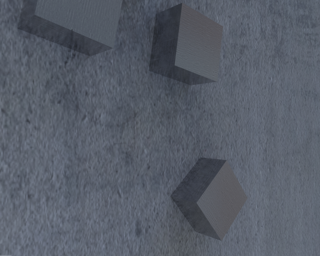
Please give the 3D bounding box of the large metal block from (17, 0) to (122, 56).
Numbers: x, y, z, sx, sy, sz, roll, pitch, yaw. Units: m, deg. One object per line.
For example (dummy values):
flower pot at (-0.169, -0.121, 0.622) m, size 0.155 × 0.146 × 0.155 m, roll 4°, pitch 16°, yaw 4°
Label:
large metal block at (-0.088, -0.129, 0.316) m, size 0.081 × 0.050 × 0.080 m, roll 15°, pitch 81°, yaw -39°

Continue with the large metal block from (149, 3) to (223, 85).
large metal block at (0.037, -0.109, 0.421) m, size 0.081 × 0.050 × 0.080 m, roll 12°, pitch 83°, yaw -40°

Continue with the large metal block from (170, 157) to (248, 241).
large metal block at (0.074, 0.101, 0.453) m, size 0.080 × 0.050 × 0.080 m, roll -47°, pitch 119°, yaw -30°
